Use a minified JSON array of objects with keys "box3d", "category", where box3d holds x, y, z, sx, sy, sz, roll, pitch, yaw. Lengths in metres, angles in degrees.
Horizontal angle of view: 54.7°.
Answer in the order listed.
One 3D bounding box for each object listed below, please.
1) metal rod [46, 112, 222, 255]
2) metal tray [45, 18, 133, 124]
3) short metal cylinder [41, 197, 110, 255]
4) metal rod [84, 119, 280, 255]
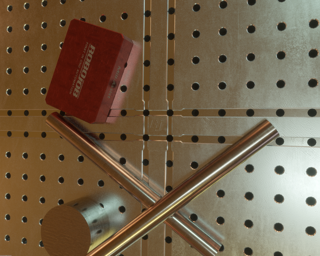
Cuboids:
[{"box3d":[-0.047,0.071,0.428,0.300,0.025,0.025,36,102,16],"category":"metal rod"},{"box3d":[-0.104,-0.080,0.446,0.090,0.030,0.129,23,97,18],"category":"metal tray"},{"box3d":[-0.120,0.144,0.441,0.080,0.050,0.079,0,90,20],"category":"short metal cylinder"},{"box3d":[0.016,0.092,0.383,0.300,0.025,0.025,-38,78,6],"category":"metal rod"}]
